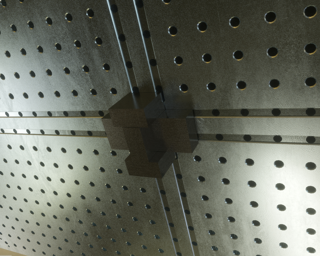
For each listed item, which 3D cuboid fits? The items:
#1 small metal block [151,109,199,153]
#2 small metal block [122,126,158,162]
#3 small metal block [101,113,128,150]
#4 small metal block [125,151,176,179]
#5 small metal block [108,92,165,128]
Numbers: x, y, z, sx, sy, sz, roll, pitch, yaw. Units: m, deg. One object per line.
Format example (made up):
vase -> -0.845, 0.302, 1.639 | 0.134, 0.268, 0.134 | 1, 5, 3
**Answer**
small metal block -> 0.019, 0.004, 0.402 | 0.050, 0.025, 0.050 | 1, 119, 27
small metal block -> -0.020, 0.009, 0.409 | 0.025, 0.050, 0.050 | 1, 119, 27
small metal block -> -0.048, 0.003, 0.437 | 0.050, 0.025, 0.050 | 1, 119, 27
small metal block -> -0.012, 0.042, 0.426 | 0.050, 0.050, 0.025 | 1, 119, 27
small metal block -> -0.028, -0.024, 0.393 | 0.050, 0.050, 0.025 | 1, 119, 27
